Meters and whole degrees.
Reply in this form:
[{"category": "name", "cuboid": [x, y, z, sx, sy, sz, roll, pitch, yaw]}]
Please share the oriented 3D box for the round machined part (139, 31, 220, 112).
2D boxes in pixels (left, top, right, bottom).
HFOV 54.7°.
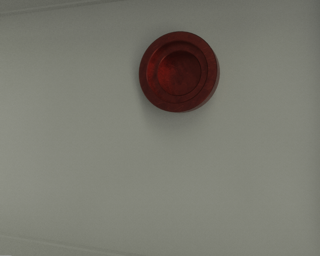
[{"category": "round machined part", "cuboid": [0.027, -0.068, 0.391, 0.098, 0.042, 0.097, 0, 90, 19]}]
